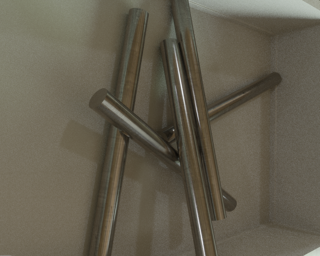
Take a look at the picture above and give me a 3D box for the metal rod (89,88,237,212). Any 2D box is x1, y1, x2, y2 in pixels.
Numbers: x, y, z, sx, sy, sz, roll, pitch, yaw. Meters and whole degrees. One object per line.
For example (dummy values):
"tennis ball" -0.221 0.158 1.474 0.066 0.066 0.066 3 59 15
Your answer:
"metal rod" 0.025 0.047 0.406 0.300 0.025 0.025 41 65 -39

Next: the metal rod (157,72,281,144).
"metal rod" 0.110 -0.039 0.498 0.302 0.025 0.025 -27 107 -37

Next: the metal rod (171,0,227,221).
"metal rod" 0.051 -0.028 0.419 0.025 0.025 0.298 -6 85 -40

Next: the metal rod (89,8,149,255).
"metal rod" -0.047 0.004 0.366 0.025 0.025 0.298 14 81 -39

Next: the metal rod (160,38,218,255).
"metal rod" 0.035 0.028 0.381 0.025 0.025 0.299 3 71 -40
